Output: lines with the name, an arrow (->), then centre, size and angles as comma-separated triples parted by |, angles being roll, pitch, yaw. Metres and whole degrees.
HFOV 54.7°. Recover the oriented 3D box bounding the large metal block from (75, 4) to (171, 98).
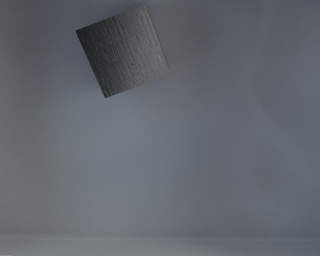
large metal block -> -0.039, -0.091, 0.364 | 0.080, 0.050, 0.080 | -19, 109, 6
